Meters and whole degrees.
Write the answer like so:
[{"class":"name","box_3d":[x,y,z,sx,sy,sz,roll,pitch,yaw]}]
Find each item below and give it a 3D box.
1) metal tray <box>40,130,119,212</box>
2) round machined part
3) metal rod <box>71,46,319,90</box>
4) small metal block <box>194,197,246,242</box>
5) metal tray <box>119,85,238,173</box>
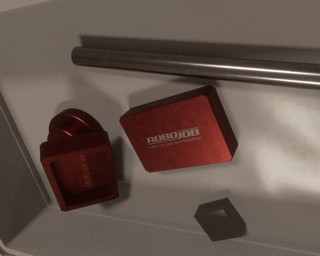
[{"class":"metal tray","box_3d":[-0.113,0.066,0.453,0.091,0.030,0.129,-12,136,-12]},{"class":"round machined part","box_3d":[-0.133,0.022,0.479,0.098,0.042,0.097,13,124,20]},{"class":"metal rod","box_3d":[0.030,-0.070,0.348,0.301,0.025,0.025,10,123,22]},{"class":"small metal block","box_3d":[0.086,0.132,0.444,0.050,0.025,0.050,-27,104,37]},{"class":"metal tray","box_3d":[0.022,0.006,0.397,0.130,0.030,0.090,-13,112,33]}]
